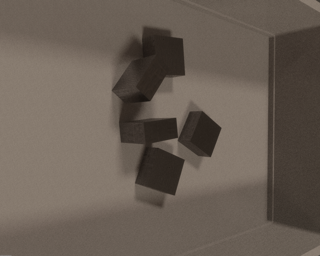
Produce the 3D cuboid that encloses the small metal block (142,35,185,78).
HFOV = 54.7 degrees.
[{"bbox_3d":[0.005,-0.094,0.413,0.050,0.025,0.050,-7,95,-40],"label":"small metal block"}]

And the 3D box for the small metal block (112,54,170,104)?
[{"bbox_3d":[-0.023,-0.058,0.372,0.025,0.050,0.050,44,63,-32],"label":"small metal block"}]

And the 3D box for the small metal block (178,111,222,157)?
[{"bbox_3d":[0.060,0.009,0.459,0.050,0.025,0.050,37,67,-34],"label":"small metal block"}]

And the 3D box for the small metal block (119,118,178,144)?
[{"bbox_3d":[-0.014,0.003,0.380,0.050,0.050,0.025,-9,96,-40],"label":"small metal block"}]

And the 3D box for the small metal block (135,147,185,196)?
[{"bbox_3d":[0.001,0.057,0.410,0.050,0.025,0.050,27,73,-37],"label":"small metal block"}]
